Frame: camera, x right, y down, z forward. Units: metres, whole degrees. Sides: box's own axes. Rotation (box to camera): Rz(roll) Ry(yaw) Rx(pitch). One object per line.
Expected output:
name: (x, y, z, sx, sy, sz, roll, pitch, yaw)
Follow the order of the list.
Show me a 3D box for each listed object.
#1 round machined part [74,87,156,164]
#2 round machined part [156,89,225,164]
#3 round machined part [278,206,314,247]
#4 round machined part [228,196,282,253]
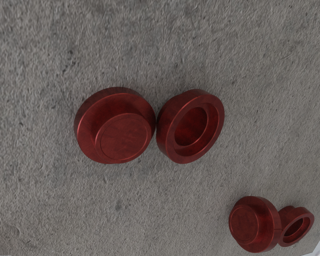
round machined part: (-0.049, 0.004, 0.371, 0.099, 0.042, 0.097, -14, 124, -21)
round machined part: (0.034, -0.006, 0.403, 0.099, 0.042, 0.097, -22, 129, -30)
round machined part: (0.286, 0.211, 0.682, 0.099, 0.042, 0.097, -14, 124, -21)
round machined part: (0.162, 0.171, 0.554, 0.042, 0.098, 0.097, 11, 113, -33)
